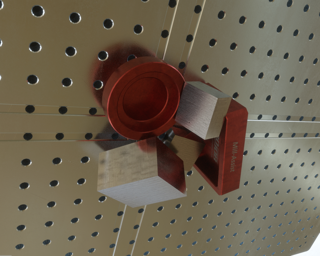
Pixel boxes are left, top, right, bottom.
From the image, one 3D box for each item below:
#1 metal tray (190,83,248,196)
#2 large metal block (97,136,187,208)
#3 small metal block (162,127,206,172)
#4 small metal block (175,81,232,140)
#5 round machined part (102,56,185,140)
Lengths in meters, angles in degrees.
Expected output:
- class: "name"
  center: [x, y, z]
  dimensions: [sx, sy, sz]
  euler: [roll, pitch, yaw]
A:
- class: "metal tray"
  center: [0.073, 0.015, 0.420]
  dimensions: [0.030, 0.090, 0.129]
  euler: [-17, 125, -19]
- class: "large metal block"
  center: [-0.021, 0.059, 0.392]
  dimensions: [0.080, 0.050, 0.080]
  euler: [-17, 146, 21]
- class: "small metal block"
  center: [0.029, 0.030, 0.441]
  dimensions: [0.050, 0.025, 0.050]
  euler: [17, 114, -24]
- class: "small metal block"
  center: [0.049, -0.021, 0.357]
  dimensions: [0.025, 0.050, 0.050]
  euler: [-9, 122, -41]
- class: "round machined part"
  center: [-0.021, -0.038, 0.366]
  dimensions: [0.099, 0.042, 0.097]
  euler: [-14, 125, -21]
